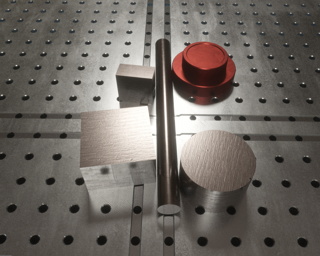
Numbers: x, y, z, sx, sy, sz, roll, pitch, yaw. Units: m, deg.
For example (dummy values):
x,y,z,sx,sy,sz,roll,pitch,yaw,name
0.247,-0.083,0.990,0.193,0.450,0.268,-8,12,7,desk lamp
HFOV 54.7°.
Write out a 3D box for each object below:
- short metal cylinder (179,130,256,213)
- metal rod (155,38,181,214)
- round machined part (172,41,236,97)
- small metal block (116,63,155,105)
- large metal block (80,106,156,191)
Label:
x,y,z,sx,sy,sz,roll,pitch,yaw,name
0.062,0.048,0.352,0.081,0.050,0.080,0,50,0,short metal cylinder
0.007,-0.027,0.430,0.025,0.025,0.300,0,50,-1,metal rod
0.068,-0.097,0.479,0.099,0.042,0.098,1,50,0,round machined part
-0.033,-0.062,0.443,0.050,0.050,0.025,7,51,5,small metal block
-0.050,0.023,0.371,0.081,0.050,0.080,-6,50,-6,large metal block
